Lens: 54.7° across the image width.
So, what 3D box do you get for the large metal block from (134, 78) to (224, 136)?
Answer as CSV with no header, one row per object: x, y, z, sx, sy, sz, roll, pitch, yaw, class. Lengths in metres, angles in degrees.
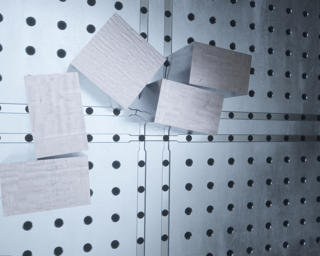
0.021,-0.023,0.392,0.081,0.080,0.050,12,86,-20,large metal block

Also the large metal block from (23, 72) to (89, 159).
-0.115,-0.014,0.341,0.050,0.080,0.079,-9,93,-20,large metal block

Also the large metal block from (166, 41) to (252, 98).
0.060,-0.071,0.407,0.081,0.080,0.050,8,88,-20,large metal block

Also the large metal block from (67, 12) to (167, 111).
-0.054,-0.077,0.380,0.080,0.050,0.080,40,77,-16,large metal block

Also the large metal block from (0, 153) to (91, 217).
-0.123,0.055,0.338,0.081,0.080,0.050,-4,92,-20,large metal block
